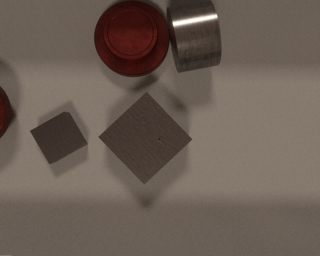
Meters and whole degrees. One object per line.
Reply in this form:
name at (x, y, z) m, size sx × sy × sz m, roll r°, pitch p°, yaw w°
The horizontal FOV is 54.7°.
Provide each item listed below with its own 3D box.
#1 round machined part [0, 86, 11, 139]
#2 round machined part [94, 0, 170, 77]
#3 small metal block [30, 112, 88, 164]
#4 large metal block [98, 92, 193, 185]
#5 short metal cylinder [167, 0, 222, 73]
round machined part at (-0.241, -0.020, 0.397) m, size 0.099 × 0.042 × 0.097 m, roll 0°, pitch 89°, yaw -5°
round machined part at (-0.036, -0.118, 0.402) m, size 0.099 × 0.042 × 0.097 m, roll 0°, pitch 90°, yaw -1°
small metal block at (-0.133, 0.013, 0.410) m, size 0.050 × 0.025 × 0.050 m, roll -30°, pitch 90°, yaw -1°
large metal block at (-0.018, 0.012, 0.399) m, size 0.080 × 0.050 × 0.080 m, roll -43°, pitch 91°, yaw 0°
short metal cylinder at (0.041, -0.113, 0.384) m, size 0.050 × 0.080 × 0.080 m, roll -11°, pitch 90°, yaw 0°
